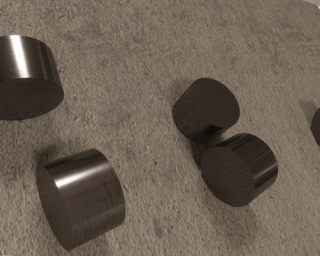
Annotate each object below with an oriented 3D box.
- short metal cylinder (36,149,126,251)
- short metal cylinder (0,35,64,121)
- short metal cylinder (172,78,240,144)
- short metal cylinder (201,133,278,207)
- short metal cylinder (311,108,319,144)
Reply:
[{"bbox_3d":[-0.075,0.065,0.289,0.050,0.080,0.080,-18,72,-35],"label":"short metal cylinder"},{"bbox_3d":[-0.146,-0.049,0.320,0.081,0.080,0.050,-8,66,-32],"label":"short metal cylinder"},{"bbox_3d":[0.065,-0.024,0.439,0.081,0.050,0.080,14,56,-21],"label":"short metal cylinder"},{"bbox_3d":[0.099,0.052,0.392,0.050,0.080,0.080,-23,75,-37],"label":"short metal cylinder"},{"bbox_3d":[0.320,-0.004,0.547,0.050,0.080,0.080,3,60,-27],"label":"short metal cylinder"}]
